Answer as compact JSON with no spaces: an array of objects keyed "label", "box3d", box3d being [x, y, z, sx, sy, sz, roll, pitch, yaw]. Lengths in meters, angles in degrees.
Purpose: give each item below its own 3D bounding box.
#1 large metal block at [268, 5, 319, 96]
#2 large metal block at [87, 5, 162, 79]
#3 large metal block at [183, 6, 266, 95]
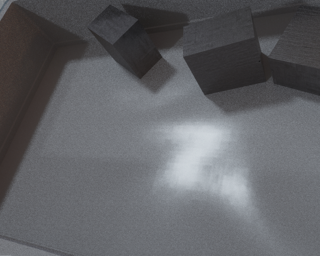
[{"label":"large metal block","box3d":[0.181,-0.085,0.347,0.080,0.050,0.080,25,75,36]},{"label":"large metal block","box3d":[-0.054,-0.133,0.481,0.050,0.080,0.080,-46,51,-4]},{"label":"large metal block","box3d":[0.081,-0.091,0.384,0.080,0.080,0.050,-11,57,22]}]
